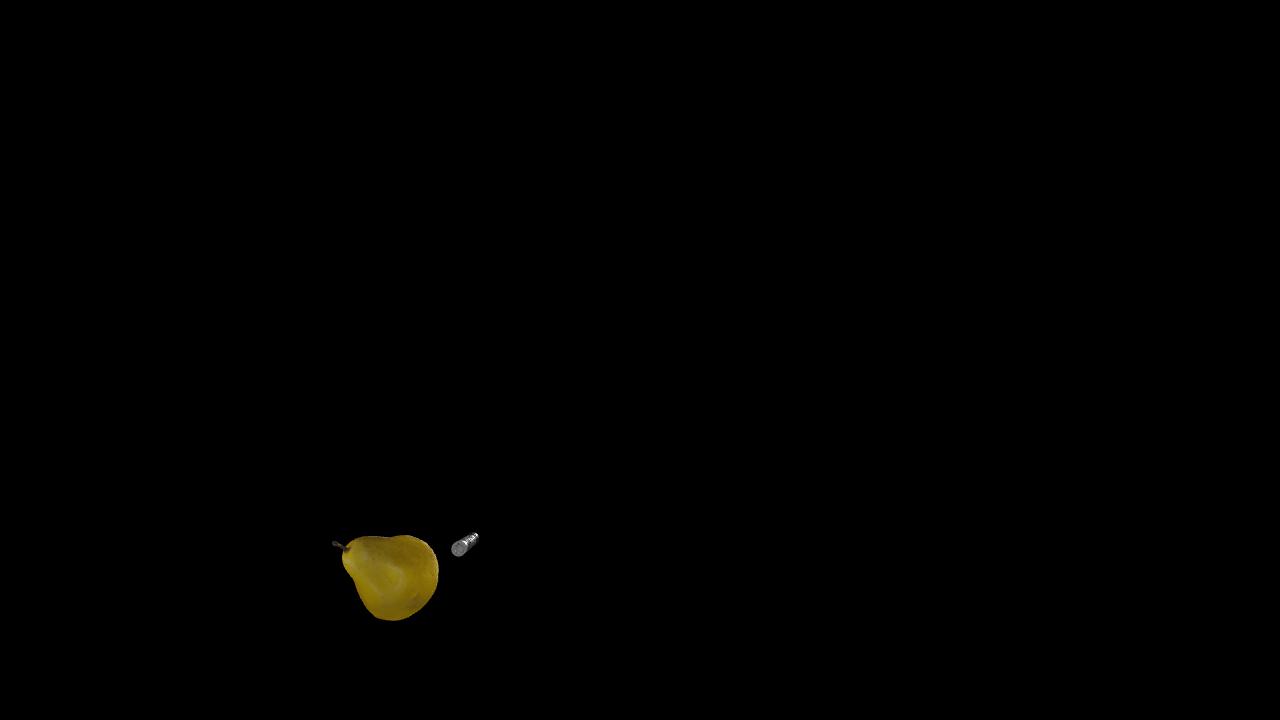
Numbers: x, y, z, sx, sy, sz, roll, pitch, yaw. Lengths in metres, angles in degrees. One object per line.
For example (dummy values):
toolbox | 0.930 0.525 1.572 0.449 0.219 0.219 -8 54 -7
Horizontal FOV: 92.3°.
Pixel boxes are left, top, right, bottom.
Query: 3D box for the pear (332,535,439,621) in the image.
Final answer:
pear | -0.249 0.196 0.587 0.111 0.080 0.080 48 -26 -26

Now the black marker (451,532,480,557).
black marker | -0.233 0.246 0.826 0.020 0.020 0.121 0 -10 -7
